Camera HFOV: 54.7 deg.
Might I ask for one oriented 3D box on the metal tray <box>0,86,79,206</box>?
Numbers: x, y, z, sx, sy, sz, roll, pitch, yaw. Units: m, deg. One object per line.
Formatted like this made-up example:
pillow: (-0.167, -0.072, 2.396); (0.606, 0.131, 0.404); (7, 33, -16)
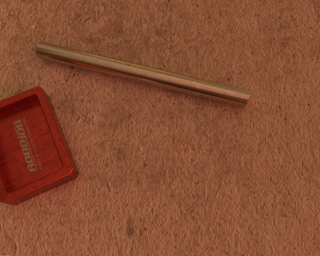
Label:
metal tray: (-0.171, 0.020, 0.396); (0.091, 0.030, 0.130); (-24, 72, -9)

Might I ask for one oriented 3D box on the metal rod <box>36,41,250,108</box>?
metal rod: (-0.027, -0.076, 0.435); (0.301, 0.025, 0.025); (14, 71, 5)
